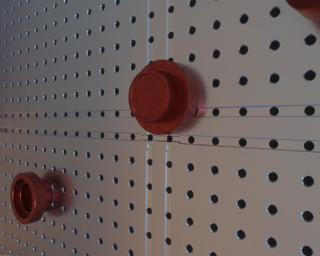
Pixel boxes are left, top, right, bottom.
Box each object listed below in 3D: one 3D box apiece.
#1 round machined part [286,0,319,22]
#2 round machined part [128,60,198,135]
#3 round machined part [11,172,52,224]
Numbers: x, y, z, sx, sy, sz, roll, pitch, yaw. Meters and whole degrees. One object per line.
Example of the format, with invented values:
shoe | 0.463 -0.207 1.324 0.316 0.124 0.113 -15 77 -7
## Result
round machined part | 0.156 -0.132 0.254 0.098 0.042 0.098 -37 42 44
round machined part | -0.003 -0.040 0.402 0.098 0.042 0.097 0 90 40
round machined part | -0.249 0.134 0.606 0.098 0.042 0.097 0 90 40
